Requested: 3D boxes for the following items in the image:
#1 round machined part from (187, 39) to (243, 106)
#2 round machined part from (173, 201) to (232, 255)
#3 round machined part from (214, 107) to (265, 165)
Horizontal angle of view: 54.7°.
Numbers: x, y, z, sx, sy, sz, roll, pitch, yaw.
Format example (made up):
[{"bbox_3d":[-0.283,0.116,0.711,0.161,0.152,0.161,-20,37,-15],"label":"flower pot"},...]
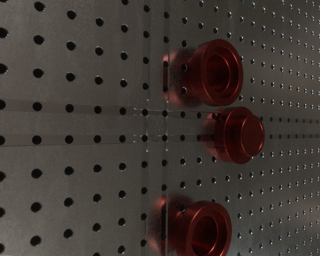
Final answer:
[{"bbox_3d":[0.079,-0.081,0.467,0.099,0.042,0.097,0,90,-40],"label":"round machined part"},{"bbox_3d":[0.057,0.154,0.449,0.099,0.042,0.097,0,90,-40],"label":"round machined part"},{"bbox_3d":[0.138,0.013,0.517,0.099,0.042,0.097,0,90,-40],"label":"round machined part"}]
